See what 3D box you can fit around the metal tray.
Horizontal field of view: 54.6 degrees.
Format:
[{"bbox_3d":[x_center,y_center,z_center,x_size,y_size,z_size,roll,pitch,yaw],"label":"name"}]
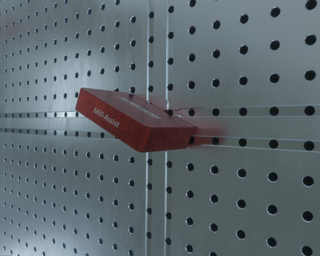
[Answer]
[{"bbox_3d":[-0.034,-0.013,0.395,0.130,0.091,0.030,30,109,36],"label":"metal tray"}]
